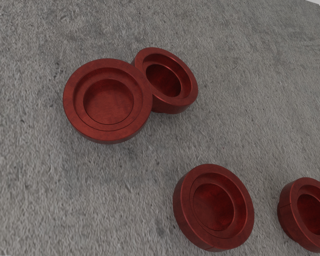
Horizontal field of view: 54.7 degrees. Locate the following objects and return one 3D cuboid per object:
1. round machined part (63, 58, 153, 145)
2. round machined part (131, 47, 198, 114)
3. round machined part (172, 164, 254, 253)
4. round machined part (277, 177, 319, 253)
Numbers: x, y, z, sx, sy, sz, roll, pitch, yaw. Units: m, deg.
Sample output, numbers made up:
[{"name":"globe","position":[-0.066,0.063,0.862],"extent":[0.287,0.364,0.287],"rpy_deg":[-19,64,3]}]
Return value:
[{"name":"round machined part","position":[-0.059,-0.028,0.363],"extent":[0.099,0.042,0.098],"rpy_deg":[2,75,-7]},{"name":"round machined part","position":[0.000,-0.059,0.424],"extent":[0.099,0.042,0.098],"rpy_deg":[19,50,-24]},{"name":"round machined part","position":[0.058,0.095,0.366],"extent":[0.099,0.042,0.098],"rpy_deg":[14,56,-21]},{"name":"round machined part","position":[0.203,0.121,0.428],"extent":[0.099,0.042,0.098],"rpy_deg":[14,56,-21]}]
